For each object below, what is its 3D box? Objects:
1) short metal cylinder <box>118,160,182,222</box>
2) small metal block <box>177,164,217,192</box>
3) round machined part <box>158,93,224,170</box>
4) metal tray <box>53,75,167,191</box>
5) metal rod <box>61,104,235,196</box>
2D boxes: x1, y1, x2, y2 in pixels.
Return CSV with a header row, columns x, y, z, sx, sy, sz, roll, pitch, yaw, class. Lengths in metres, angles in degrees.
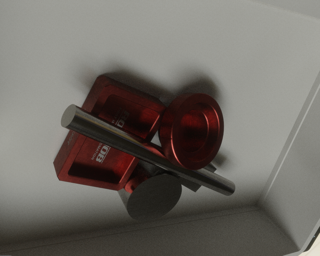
x,y,z,sx,sy,sz,roll,pitch,yaw,class
-0.017,0.083,0.433,0.081,0.050,0.079,-14,125,-21,short metal cylinder
0.051,0.065,0.476,0.050,0.025,0.050,-49,129,6,small metal block
0.036,0.003,0.403,0.099,0.042,0.097,-7,101,-41,round machined part
-0.060,0.011,0.378,0.091,0.030,0.129,20,108,-36,metal tray
0.010,0.043,0.403,0.301,0.025,0.025,29,102,-40,metal rod
